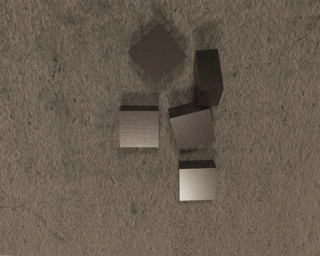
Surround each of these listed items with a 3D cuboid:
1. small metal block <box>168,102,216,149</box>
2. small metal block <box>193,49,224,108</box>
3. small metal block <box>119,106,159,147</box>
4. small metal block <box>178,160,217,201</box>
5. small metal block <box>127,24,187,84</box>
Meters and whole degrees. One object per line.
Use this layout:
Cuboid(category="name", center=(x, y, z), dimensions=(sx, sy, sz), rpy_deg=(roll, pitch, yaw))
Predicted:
Cuboid(category="small metal block", center=(0.042, -0.005, 0.403), dimensions=(0.050, 0.025, 0.050), rpy_deg=(-14, 124, 5))
Cuboid(category="small metal block", center=(0.056, -0.057, 0.365), dimensions=(0.025, 0.050, 0.050), rpy_deg=(-5, 72, 1))
Cuboid(category="small metal block", center=(-0.027, -0.002, 0.409), dimensions=(0.050, 0.025, 0.050), rpy_deg=(0, 110, -1))
Cuboid(category="small metal block", center=(0.052, 0.074, 0.438), dimensions=(0.050, 0.025, 0.050), rpy_deg=(-2, 110, 0))
Cuboid(category="small metal block", center=(-0.003, -0.090, 0.376), dimensions=(0.050, 0.025, 0.050), rpy_deg=(-39, 106, 13))
